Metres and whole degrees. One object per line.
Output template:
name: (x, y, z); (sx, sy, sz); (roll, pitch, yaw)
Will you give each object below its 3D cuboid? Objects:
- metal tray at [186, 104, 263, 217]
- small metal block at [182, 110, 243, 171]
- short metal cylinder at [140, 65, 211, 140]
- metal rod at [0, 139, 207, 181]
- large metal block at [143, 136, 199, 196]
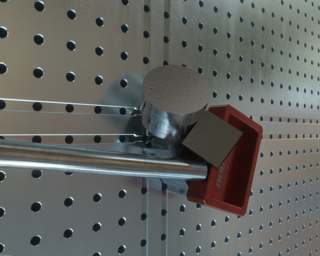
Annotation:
metal tray: (0.090, 0.044, 0.415); (0.090, 0.030, 0.130); (26, 73, -37)
small metal block: (0.062, 0.015, 0.369); (0.050, 0.050, 0.025); (-53, 163, -7)
short metal cylinder: (0.017, -0.032, 0.381); (0.080, 0.080, 0.050); (-42, 159, -32)
metal rod: (-0.081, 0.031, 0.304); (0.302, 0.025, 0.025); (9, 84, -29)
large metal block: (0.036, 0.035, 0.424); (0.080, 0.050, 0.080); (-43, 116, -32)
